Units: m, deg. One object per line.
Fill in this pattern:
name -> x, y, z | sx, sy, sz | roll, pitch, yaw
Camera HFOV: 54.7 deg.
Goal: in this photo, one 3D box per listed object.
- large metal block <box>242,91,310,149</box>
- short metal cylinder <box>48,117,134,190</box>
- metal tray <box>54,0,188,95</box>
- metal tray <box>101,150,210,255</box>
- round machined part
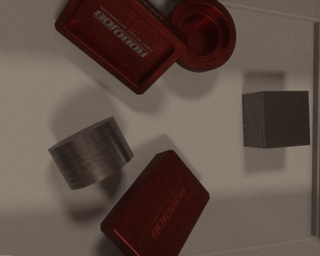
large metal block -> 0.173, -0.013, 0.463 | 0.081, 0.050, 0.079 | -3, 91, -20
short metal cylinder -> -0.078, 0.027, 0.353 | 0.080, 0.080, 0.050 | -29, 100, -18
metal tray -> -0.044, -0.111, 0.362 | 0.130, 0.090, 0.030 | 38, 33, -17
metal tray -> 0.001, 0.101, 0.382 | 0.090, 0.030, 0.131 | 51, 50, -13
round machined part -> 0.050, -0.124, 0.421 | 0.099, 0.042, 0.097 | 0, 90, -21
